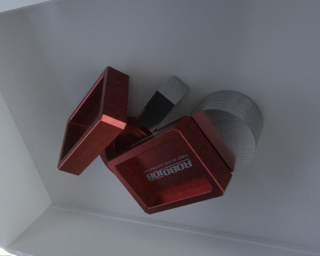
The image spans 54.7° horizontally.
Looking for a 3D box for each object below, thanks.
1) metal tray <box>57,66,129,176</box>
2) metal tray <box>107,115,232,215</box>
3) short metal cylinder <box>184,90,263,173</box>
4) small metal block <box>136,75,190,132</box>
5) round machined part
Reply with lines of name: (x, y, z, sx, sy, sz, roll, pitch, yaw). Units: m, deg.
metal tray: (-0.088, -0.007, 0.403, 0.030, 0.090, 0.129, 24, 134, -28)
metal tray: (0.007, 0.050, 0.368, 0.130, 0.030, 0.090, -28, 103, 41)
short metal cylinder: (0.072, 0.004, 0.353, 0.080, 0.050, 0.079, 13, 124, 20)
small metal block: (0.004, -0.029, 0.368, 0.025, 0.050, 0.050, 40, 127, 1)
round machined part: (-0.034, 0.027, 0.430, 0.098, 0.042, 0.097, 13, 124, 20)
